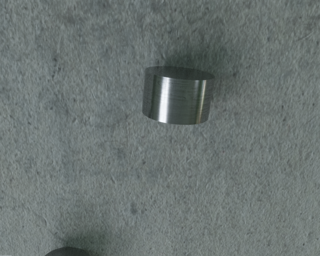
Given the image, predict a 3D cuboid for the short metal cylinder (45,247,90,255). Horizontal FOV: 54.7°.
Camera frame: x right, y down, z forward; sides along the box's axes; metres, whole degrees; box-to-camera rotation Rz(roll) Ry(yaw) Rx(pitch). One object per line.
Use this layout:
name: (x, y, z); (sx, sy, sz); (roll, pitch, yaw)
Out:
short metal cylinder: (-0.141, 0.227, 0.462); (0.081, 0.080, 0.050); (12, 110, -5)

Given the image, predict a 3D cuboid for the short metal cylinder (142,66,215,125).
short metal cylinder: (0.021, -0.041, 0.366); (0.081, 0.080, 0.050); (5, 110, -2)
